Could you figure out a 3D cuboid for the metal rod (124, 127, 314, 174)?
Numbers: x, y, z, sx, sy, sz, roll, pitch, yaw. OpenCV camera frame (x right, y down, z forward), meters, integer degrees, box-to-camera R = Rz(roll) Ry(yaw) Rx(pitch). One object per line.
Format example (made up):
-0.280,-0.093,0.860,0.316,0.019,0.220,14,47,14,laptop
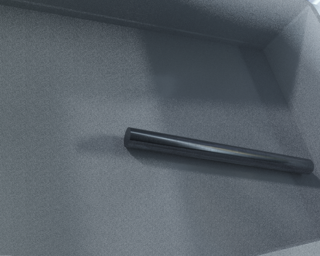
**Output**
0.097,0.036,0.434,0.302,0.025,0.025,10,57,-23,metal rod
